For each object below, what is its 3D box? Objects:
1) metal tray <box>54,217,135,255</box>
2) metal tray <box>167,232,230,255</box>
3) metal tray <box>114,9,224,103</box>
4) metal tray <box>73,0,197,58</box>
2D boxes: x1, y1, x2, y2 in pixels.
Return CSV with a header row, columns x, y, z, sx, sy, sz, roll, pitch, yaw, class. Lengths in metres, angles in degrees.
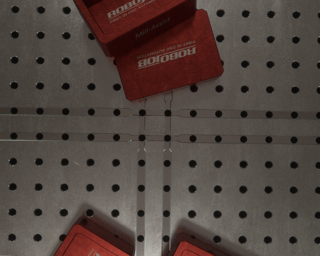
x,y,z,sx,sy,sz,roll,pitch,yaw,class
-0.104,0.197,0.409,0.090,0.030,0.130,32,90,-1,metal tray
0.065,0.211,0.411,0.130,0.030,0.090,27,90,-1,metal tray
0.008,-0.094,0.411,0.131,0.030,0.090,-16,90,-1,metal tray
-0.031,-0.156,0.389,0.131,0.030,0.090,-30,69,-6,metal tray
